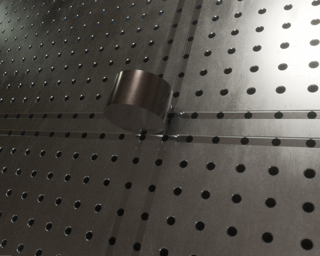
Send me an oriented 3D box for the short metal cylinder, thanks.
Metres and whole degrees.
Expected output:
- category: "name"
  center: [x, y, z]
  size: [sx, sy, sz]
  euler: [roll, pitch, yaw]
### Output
- category: "short metal cylinder"
  center: [-0.027, -0.032, 0.406]
  size: [0.080, 0.080, 0.050]
  euler: [0, 62, 28]
